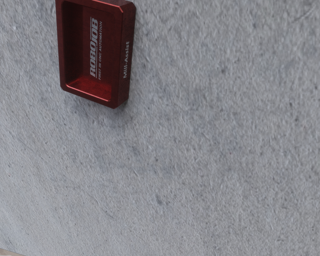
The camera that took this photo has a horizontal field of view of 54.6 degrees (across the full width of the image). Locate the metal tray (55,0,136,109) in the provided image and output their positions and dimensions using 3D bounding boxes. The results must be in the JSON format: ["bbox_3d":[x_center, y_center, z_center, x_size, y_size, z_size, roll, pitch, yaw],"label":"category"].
[{"bbox_3d":[-0.082,-0.097,0.387,0.090,0.030,0.129,21,126,16],"label":"metal tray"}]
